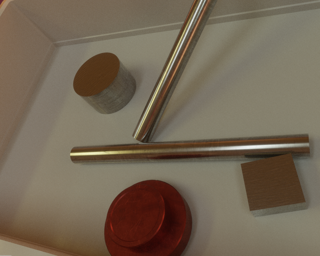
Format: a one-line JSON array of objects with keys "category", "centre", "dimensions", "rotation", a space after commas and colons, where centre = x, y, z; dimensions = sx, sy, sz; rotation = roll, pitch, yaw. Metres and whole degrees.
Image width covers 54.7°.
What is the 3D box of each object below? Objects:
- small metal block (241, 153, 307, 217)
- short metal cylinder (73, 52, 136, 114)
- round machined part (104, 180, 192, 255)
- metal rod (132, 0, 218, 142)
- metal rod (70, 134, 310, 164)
[{"category": "small metal block", "centre": [0.113, 0.058, 0.311], "dimensions": [0.050, 0.025, 0.050], "rotation": [-15, 56, 19]}, {"category": "short metal cylinder", "centre": [-0.084, -0.068, 0.473], "dimensions": [0.080, 0.050, 0.080], "rotation": [-13, 56, 20]}, {"category": "round machined part", "centre": [-0.018, 0.100, 0.336], "dimensions": [0.098, 0.042, 0.098], "rotation": [-14, 50, 18]}, {"category": "metal rod", "centre": [0.037, -0.116, 0.373], "dimensions": [0.025, 0.025, 0.298], "rotation": [38, 110, 38]}, {"category": "metal rod", "centre": [0.016, 0.028, 0.378], "dimensions": [0.301, 0.025, 0.025], "rotation": [-4, 60, 25]}]
